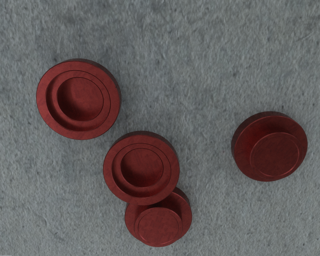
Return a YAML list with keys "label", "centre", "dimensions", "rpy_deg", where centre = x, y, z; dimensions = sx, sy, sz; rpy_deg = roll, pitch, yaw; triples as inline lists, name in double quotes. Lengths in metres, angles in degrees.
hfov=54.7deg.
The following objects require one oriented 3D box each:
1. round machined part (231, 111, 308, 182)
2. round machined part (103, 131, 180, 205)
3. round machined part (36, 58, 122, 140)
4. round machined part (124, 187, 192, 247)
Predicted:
- label: "round machined part"
  centre: [0.149, 0.030, 0.414]
  dimensions: [0.099, 0.042, 0.097]
  rpy_deg: [0, 110, -1]
- label: "round machined part"
  centre: [-0.024, 0.050, 0.416]
  dimensions: [0.099, 0.042, 0.097]
  rpy_deg: [0, 105, 1]
- label: "round machined part"
  centre: [-0.097, -0.038, 0.385]
  dimensions: [0.099, 0.042, 0.097]
  rpy_deg: [0, 110, -1]
- label: "round machined part"
  centre: [-0.002, 0.132, 0.449]
  dimensions: [0.099, 0.042, 0.097]
  rpy_deg: [0, 110, -1]
